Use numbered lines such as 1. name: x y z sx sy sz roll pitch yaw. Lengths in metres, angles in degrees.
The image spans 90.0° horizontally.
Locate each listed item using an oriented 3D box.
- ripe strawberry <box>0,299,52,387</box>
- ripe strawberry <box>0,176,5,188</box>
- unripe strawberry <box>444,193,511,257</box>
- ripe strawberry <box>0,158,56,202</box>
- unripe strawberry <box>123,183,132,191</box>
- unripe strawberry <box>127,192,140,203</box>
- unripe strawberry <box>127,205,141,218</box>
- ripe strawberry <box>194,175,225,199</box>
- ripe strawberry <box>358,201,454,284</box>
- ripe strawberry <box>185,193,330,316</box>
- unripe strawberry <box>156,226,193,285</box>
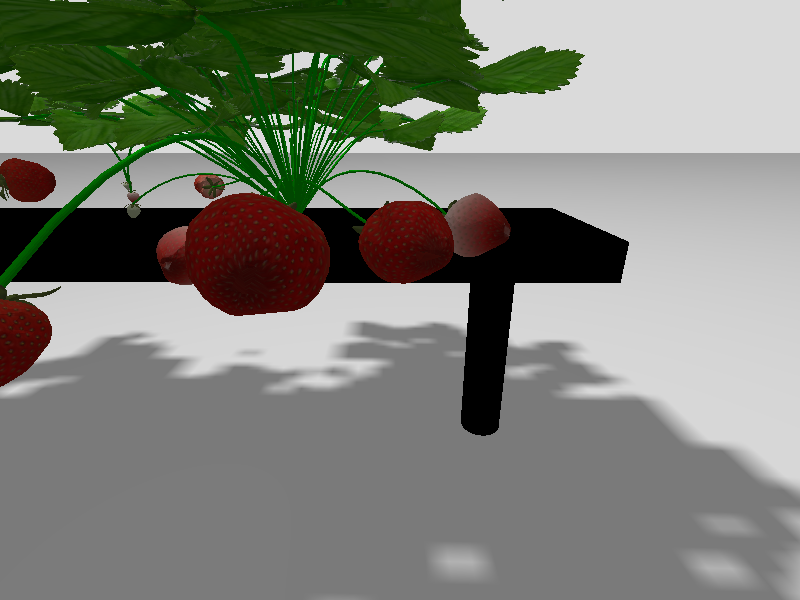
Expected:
1. ripe strawberry: -0.112 0.011 0.107 0.024 0.027 0.028 2 -20 5
2. ripe strawberry: -0.549 -0.172 0.564 0.032 0.028 0.033 -1 21 -2
3. unripe strawberry: 0.046 -0.042 0.232 0.038 0.037 0.035 19 28 37
4. ripe strawberry: -0.404 -0.131 0.438 0.044 0.046 0.040 -15 26 -35
5. unripe strawberry: -0.349 -0.145 0.514 0.010 0.010 0.011 -19 29 -40
6. unripe strawberry: -0.281 -0.108 0.423 0.011 0.011 0.011 9 23 22
7. unripe strawberry: -0.238 -0.079 0.357 0.010 0.012 0.012 13 22 -1
8. ripe strawberry: -0.223 -0.133 0.467 0.029 0.029 0.032 20 29 41
9. ripe strawberry: 0.004 -0.025 0.180 0.043 0.039 0.039 -11 25 -26
10. ripe strawberry: -0.052 -0.015 0.146 0.052 0.045 0.052 -4 23 -10
11. unripe strawberry: -0.100 -0.020 0.187 0.026 0.028 0.028 1 22 3
